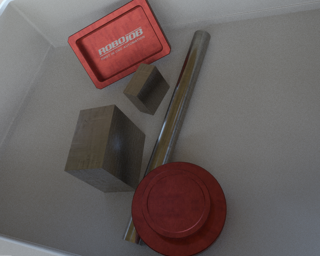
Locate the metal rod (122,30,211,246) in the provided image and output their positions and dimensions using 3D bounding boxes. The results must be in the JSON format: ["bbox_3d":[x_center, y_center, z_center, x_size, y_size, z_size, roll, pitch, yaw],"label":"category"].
[{"bbox_3d":[0.016,-0.004,0.398,0.025,0.025,0.300,6,64,30],"label":"metal rod"}]

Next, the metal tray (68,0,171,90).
[{"bbox_3d":[-0.060,-0.127,0.470,0.130,0.090,0.030,-25,19,12],"label":"metal tray"}]

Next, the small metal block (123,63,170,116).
[{"bbox_3d":[-0.017,-0.053,0.430,0.025,0.050,0.050,18,71,35],"label":"small metal block"}]

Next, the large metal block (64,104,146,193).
[{"bbox_3d":[-0.063,0.029,0.384,0.050,0.080,0.080,-7,59,24],"label":"large metal block"}]

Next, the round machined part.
[{"bbox_3d":[0.018,0.081,0.318,0.099,0.042,0.098,-4,64,8],"label":"round machined part"}]
